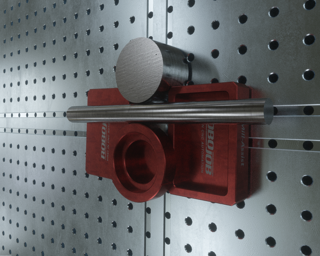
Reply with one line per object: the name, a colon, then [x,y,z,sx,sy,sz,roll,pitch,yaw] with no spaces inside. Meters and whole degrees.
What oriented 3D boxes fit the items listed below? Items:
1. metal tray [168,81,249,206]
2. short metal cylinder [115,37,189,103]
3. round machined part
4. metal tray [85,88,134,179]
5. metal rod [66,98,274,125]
metal tray: [0.053,0.016,0.357,0.090,0.030,0.129,1,91,40]
short metal cylinder: [-0.011,-0.071,0.397,0.080,0.050,0.079,0,90,40]
round machined part: [-0.018,0.043,0.396,0.098,0.042,0.097,0,90,40]
metal tray: [-0.069,0.007,0.456,0.090,0.030,0.129,4,92,40]
metal rod: [-0.016,-0.018,0.378,0.300,0.025,0.025,1,91,39]
